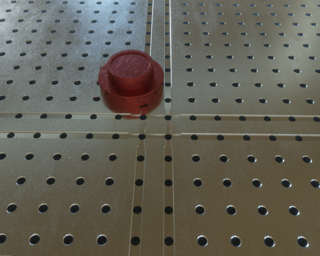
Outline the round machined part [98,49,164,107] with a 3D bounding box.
[{"bbox_3d":[-0.043,-0.080,0.464,0.099,0.042,0.098,0,50,0],"label":"round machined part"}]
